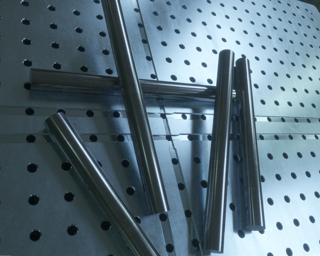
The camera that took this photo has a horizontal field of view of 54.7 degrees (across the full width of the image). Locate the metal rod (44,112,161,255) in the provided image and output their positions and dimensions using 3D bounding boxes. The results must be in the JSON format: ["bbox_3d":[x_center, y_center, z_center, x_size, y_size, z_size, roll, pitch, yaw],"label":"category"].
[{"bbox_3d":[-0.032,0.109,0.325,0.025,0.025,0.299,-29,78,-38],"label":"metal rod"}]

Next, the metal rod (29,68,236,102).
[{"bbox_3d":[-0.018,-0.056,0.433,0.303,0.025,0.025,1,62,-28],"label":"metal rod"}]

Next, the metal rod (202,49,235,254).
[{"bbox_3d":[0.084,0.012,0.427,0.025,0.025,0.300,20,60,-17],"label":"metal rod"}]

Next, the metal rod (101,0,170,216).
[{"bbox_3d":[-0.035,-0.044,0.388,0.025,0.025,0.299,-5,73,-31],"label":"metal rod"}]

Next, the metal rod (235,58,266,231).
[{"bbox_3d":[0.136,0.005,0.480,0.025,0.025,0.300,19,54,-18],"label":"metal rod"}]
